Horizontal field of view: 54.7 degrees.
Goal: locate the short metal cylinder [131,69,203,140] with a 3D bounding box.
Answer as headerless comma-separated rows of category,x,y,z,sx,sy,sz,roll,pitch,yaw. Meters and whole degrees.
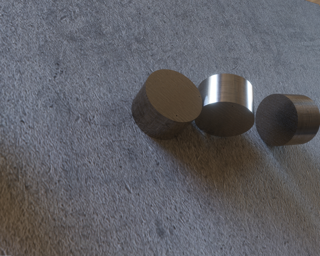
short metal cylinder,0.009,-0.031,0.411,0.081,0.050,0.080,14,56,-21

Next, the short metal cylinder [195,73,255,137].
short metal cylinder,0.091,-0.030,0.436,0.080,0.080,0.050,21,54,-16

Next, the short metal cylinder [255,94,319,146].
short metal cylinder,0.197,-0.013,0.482,0.050,0.080,0.080,-2,63,-29
